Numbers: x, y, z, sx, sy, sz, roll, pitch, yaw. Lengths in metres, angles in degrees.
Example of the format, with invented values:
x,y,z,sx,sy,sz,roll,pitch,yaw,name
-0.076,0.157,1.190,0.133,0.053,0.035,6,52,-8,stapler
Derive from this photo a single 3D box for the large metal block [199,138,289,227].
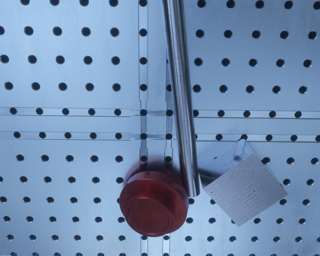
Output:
x,y,z,sx,sy,sz,roll,pitch,yaw,name
0.112,0.075,0.429,0.080,0.050,0.080,-39,106,13,large metal block

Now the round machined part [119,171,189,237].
x,y,z,sx,sy,sz,roll,pitch,yaw,name
-0.011,0.113,0.434,0.098,0.042,0.097,5,116,12,round machined part

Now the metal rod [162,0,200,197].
x,y,z,sx,sy,sz,roll,pitch,yaw,name
0.028,-0.045,0.396,0.025,0.025,0.298,-7,110,2,metal rod
